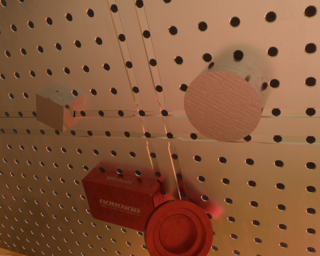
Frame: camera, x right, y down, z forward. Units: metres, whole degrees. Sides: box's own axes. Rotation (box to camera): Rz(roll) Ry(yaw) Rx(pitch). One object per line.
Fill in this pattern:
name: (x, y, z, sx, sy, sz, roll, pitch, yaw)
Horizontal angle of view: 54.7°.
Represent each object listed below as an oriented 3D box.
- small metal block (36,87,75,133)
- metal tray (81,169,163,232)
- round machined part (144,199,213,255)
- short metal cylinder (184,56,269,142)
small metal block: (-0.161, -0.028, 0.477, 0.050, 0.025, 0.050, 24, 127, 12)
metal tray: (-0.060, 0.121, 0.513, 0.130, 0.030, 0.089, 7, 122, 24)
round machined part: (0.025, 0.155, 0.458, 0.098, 0.098, 0.042, 42, 167, -1)
short metal cylinder: (0.073, -0.032, 0.336, 0.080, 0.050, 0.079, 13, 124, 20)
